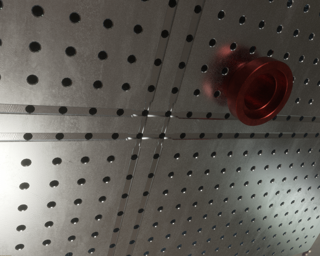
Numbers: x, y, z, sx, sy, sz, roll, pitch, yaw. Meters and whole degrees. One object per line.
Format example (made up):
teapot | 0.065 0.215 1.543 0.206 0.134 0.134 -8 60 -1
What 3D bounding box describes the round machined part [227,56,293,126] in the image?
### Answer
round machined part | 0.137 -0.055 0.443 0.099 0.042 0.097 -14 125 -21
